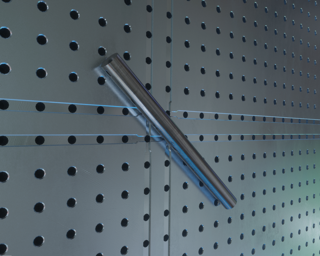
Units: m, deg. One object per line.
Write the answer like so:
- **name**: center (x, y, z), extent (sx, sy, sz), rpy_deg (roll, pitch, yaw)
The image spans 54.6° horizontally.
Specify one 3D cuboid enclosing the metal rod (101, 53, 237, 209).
- **metal rod**: center (0.027, 0.021, 0.430), extent (0.300, 0.025, 0.025), rpy_deg (49, 61, -29)
